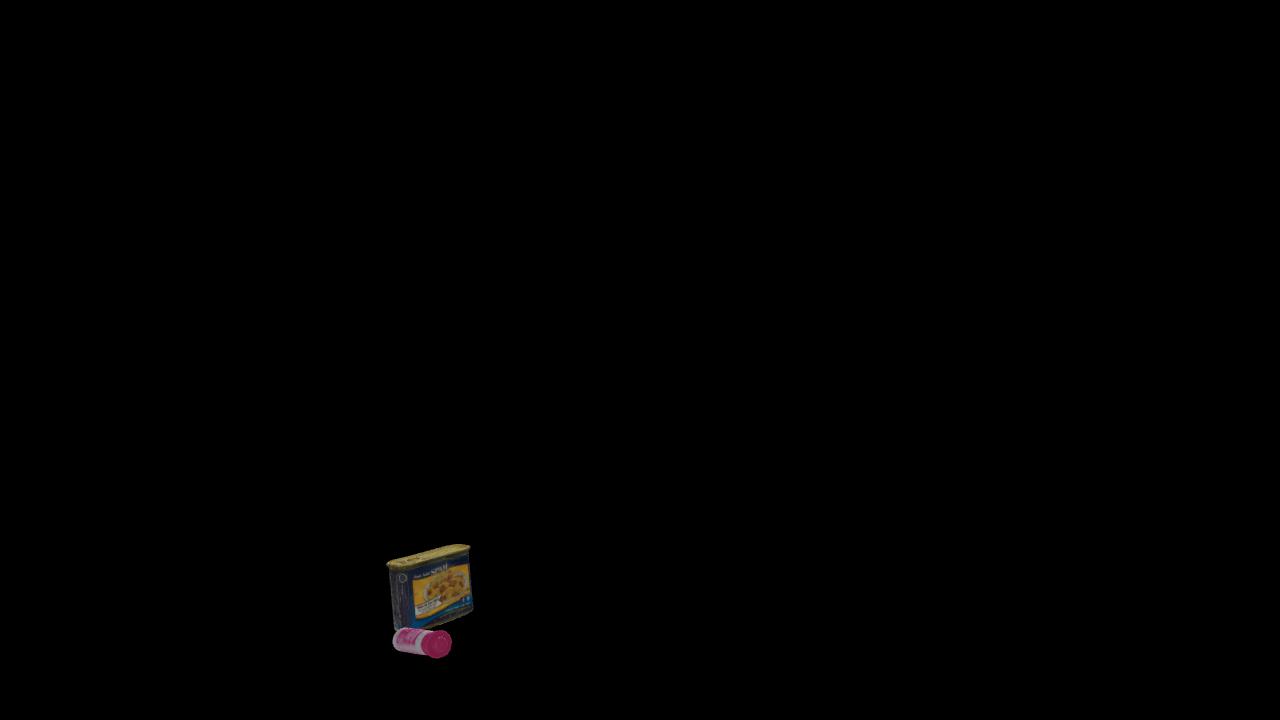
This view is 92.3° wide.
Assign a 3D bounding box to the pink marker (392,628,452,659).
[{"bbox_3d":[-0.174,0.223,0.487,0.020,0.020,0.121,0,-19,-34],"label":"pink marker"}]

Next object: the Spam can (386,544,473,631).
[{"bbox_3d":[-0.268,0.293,0.795,0.058,0.085,0.101,-11,-6,44],"label":"Spam can"}]
